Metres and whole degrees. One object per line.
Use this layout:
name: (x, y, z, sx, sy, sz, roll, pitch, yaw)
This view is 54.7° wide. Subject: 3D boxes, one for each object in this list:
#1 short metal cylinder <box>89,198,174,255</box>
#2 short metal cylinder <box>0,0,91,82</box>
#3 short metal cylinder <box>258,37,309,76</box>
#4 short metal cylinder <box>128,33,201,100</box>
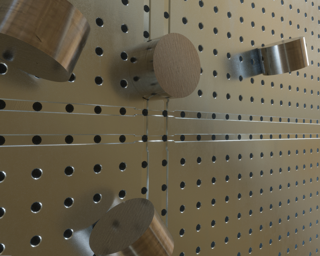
short metal cylinder: (-0.031, 0.126, 0.349, 0.080, 0.080, 0.050, -42, 116, -32)
short metal cylinder: (-0.111, -0.084, 0.281, 0.080, 0.080, 0.050, 31, 71, -36)
short metal cylinder: (0.224, -0.131, 0.564, 0.081, 0.080, 0.050, -26, 107, -37)
short metal cylinder: (0.007, -0.077, 0.400, 0.081, 0.050, 0.079, 0, 90, -40)
